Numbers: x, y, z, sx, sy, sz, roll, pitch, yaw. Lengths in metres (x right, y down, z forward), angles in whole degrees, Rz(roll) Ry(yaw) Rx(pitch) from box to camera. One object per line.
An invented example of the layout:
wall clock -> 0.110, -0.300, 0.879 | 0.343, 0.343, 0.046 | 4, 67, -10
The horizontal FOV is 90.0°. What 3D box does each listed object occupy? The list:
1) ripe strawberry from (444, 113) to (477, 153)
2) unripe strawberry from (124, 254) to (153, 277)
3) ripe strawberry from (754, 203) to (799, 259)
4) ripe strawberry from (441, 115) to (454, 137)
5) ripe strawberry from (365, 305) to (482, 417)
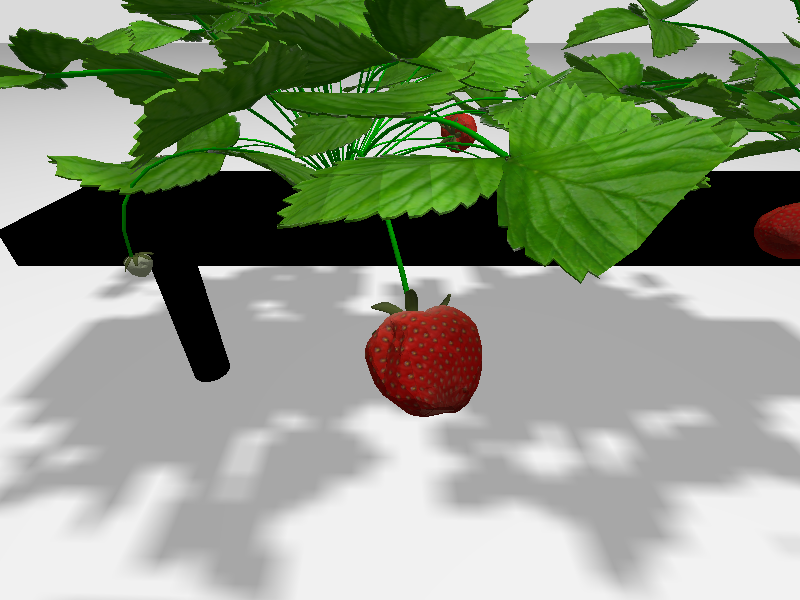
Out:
ripe strawberry -> 0.073, -0.195, 0.465 | 0.038, 0.043, 0.041 | 26, 41, 32
unripe strawberry -> -0.153, -0.020, 0.235 | 0.012, 0.013, 0.014 | 22, 40, 29
ripe strawberry -> 0.242, -0.041, 0.247 | 0.035, 0.035, 0.039 | -24, 41, -30
ripe strawberry -> 0.070, -0.214, 0.502 | 0.037, 0.033, 0.034 | 20, 28, 27
ripe strawberry -> 0.010, 0.024, 0.149 | 0.044, 0.040, 0.039 | -8, -42, -12
